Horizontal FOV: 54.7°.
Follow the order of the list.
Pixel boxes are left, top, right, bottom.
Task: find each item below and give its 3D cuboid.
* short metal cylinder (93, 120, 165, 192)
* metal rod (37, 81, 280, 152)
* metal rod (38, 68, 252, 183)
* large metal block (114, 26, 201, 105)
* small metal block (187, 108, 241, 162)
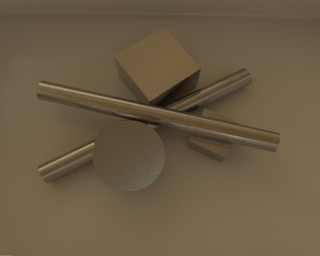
[{"bbox_3d":[-0.039,0.030,0.368,0.081,0.050,0.079,0,92,-12],"label":"short metal cylinder"},{"bbox_3d":[-0.005,-0.016,0.387,0.302,0.025,0.025,13,71,4],"label":"metal rod"},{"bbox_3d":[-0.012,-0.008,0.410,0.302,0.025,0.025,-26,72,-10],"label":"metal rod"},{"bbox_3d":[-0.004,-0.077,0.422,0.080,0.050,0.080,-34,74,-12],"label":"large metal block"},{"bbox_3d":[0.070,0.010,0.404,0.050,0.025,0.050,25,72,8],"label":"small metal block"}]
